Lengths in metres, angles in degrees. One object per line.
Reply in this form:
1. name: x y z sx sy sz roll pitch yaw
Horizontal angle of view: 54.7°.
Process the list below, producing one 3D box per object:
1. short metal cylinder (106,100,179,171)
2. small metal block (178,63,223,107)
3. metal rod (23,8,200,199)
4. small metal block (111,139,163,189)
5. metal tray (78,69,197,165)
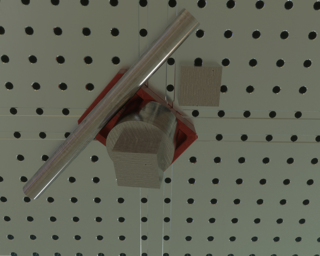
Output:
1. short metal cylinder: -0.019 0.013 0.380 0.080 0.050 0.079 5 123 8
2. small metal block: 0.050 -0.055 0.393 0.050 0.025 0.050 1 110 -1
3. metal rod: -0.067 -0.019 0.373 0.025 0.025 0.299 41 105 -14
4. small metal block: -0.024 0.041 0.354 0.050 0.025 0.050 2 122 10
5. metal tray: -0.028 -0.002 0.409 0.130 0.030 0.090 39 105 -13
